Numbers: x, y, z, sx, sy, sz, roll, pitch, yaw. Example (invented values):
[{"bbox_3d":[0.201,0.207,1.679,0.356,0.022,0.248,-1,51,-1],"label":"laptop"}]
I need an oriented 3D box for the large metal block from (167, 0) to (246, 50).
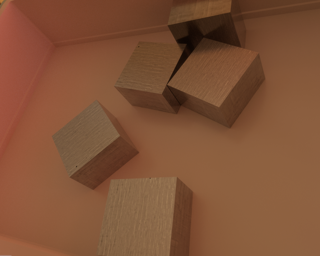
[{"bbox_3d":[0.066,-0.135,0.418,0.080,0.080,0.050,-3,61,26],"label":"large metal block"}]

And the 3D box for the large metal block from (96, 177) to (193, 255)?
[{"bbox_3d":[-0.013,0.101,0.334,0.080,0.050,0.080,-7,59,24],"label":"large metal block"}]

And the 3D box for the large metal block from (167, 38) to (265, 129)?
[{"bbox_3d":[0.071,-0.058,0.387,0.080,0.050,0.080,29,78,37],"label":"large metal block"}]

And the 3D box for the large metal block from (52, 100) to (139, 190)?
[{"bbox_3d":[-0.088,0.022,0.421,0.080,0.050,0.080,-39,51,1],"label":"large metal block"}]

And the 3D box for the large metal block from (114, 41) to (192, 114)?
[{"bbox_3d":[-0.004,-0.072,0.434,0.080,0.050,0.080,13,68,33],"label":"large metal block"}]
